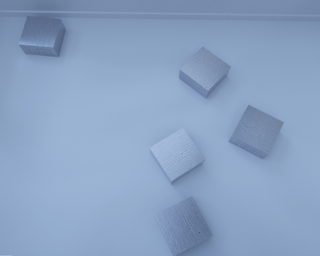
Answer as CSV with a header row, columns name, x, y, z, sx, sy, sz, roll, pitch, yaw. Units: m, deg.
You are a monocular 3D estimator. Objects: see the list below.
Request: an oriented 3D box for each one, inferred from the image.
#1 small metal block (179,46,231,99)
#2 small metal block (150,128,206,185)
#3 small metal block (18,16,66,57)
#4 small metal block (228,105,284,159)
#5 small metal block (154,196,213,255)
name,x,y,z,sx,sy,sz,roll,pitch,yaw
small metal block,0.063,-0.079,0.439,0.050,0.025,0.050,40,75,13
small metal block,0.022,0.036,0.396,0.050,0.025,0.050,-31,73,-11
small metal block,-0.173,-0.135,0.458,0.050,0.025,0.050,6,70,2
small metal block,0.126,0.005,0.408,0.050,0.025,0.050,29,72,10
small metal block,0.027,0.116,0.367,0.050,0.025,0.050,-25,72,-9
